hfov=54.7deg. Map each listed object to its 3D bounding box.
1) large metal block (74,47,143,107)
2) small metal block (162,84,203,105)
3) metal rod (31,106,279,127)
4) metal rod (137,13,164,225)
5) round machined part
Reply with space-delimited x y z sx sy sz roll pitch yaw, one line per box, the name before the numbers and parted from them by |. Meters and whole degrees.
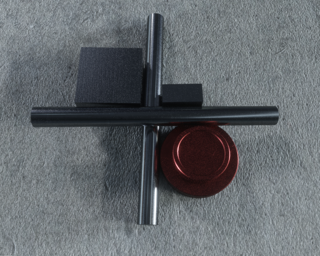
large metal block | -0.064 -0.060 0.416 0.081 0.050 0.080 1 70 0
small metal block | 0.028 -0.036 0.410 0.050 0.050 0.025 -1 70 -1
metal rod | -0.002 -0.015 0.388 0.302 0.025 0.025 -1 70 -5
metal rod | -0.011 -0.025 0.418 0.025 0.025 0.299 2 70 0
round machined part | 0.049 0.036 0.387 0.099 0.042 0.098 0 70 -1
